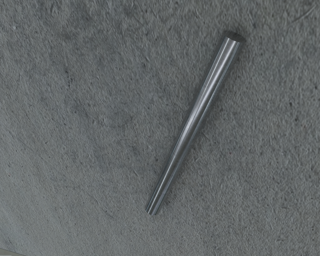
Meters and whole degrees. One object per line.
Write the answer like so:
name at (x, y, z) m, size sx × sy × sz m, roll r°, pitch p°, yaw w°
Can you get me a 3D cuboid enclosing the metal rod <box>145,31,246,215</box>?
metal rod at (0.031, 0.018, 0.401) m, size 0.025 × 0.025 × 0.298 m, roll 29°, pitch 128°, yaw 10°
